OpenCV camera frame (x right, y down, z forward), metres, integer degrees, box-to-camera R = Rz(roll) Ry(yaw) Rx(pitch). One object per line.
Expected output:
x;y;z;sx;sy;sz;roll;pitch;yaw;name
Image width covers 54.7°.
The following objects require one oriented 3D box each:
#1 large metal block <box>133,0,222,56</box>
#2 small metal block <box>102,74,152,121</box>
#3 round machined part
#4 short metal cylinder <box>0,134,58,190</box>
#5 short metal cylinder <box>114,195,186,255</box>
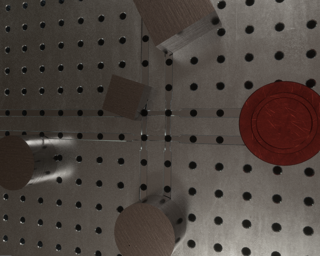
0.020;-0.152;0.391;0.080;0.050;0.080;-28;81;17;large metal block
-0.046;-0.042;0.428;0.050;0.025;0.050;20;97;18;small metal block
0.141;-0.005;0.354;0.098;0.042;0.097;0;90;19;round machined part
-0.205;0.050;0.470;0.080;0.050;0.079;0;90;19;short metal cylinder
-0.012;0.132;0.403;0.080;0.050;0.079;0;90;20;short metal cylinder
